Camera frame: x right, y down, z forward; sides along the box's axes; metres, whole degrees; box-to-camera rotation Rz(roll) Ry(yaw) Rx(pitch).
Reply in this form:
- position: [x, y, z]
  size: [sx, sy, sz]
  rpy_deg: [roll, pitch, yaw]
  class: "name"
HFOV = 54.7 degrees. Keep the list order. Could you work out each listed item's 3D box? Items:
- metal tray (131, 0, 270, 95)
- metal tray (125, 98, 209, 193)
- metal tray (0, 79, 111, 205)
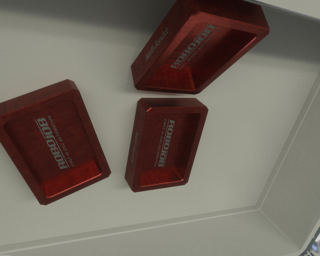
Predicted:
- position: [0.036, -0.081, 0.328]
  size: [0.091, 0.030, 0.129]
  rpy_deg: [1, 156, -30]
  class: "metal tray"
- position: [0.007, 0.024, 0.425]
  size: [0.091, 0.030, 0.129]
  rpy_deg: [-3, 120, -28]
  class: "metal tray"
- position: [-0.118, 0.020, 0.353]
  size: [0.091, 0.030, 0.129]
  rpy_deg: [-24, 127, -14]
  class: "metal tray"
